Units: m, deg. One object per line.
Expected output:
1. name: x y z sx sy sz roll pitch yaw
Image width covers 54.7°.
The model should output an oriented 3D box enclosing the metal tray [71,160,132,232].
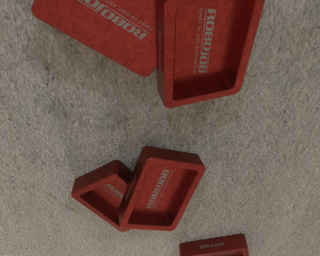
1. metal tray: -0.064 0.114 0.500 0.090 0.030 0.130 -27 126 20

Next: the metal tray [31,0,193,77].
1. metal tray: -0.044 -0.118 0.303 0.131 0.030 0.090 27 125 -22

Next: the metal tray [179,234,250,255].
1. metal tray: 0.113 0.259 0.626 0.131 0.030 0.090 -13 129 10

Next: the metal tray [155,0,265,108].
1. metal tray: 0.044 -0.081 0.304 0.091 0.030 0.129 -13 142 -10

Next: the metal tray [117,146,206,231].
1. metal tray: 0.000 0.093 0.454 0.091 0.030 0.129 11 116 -22
